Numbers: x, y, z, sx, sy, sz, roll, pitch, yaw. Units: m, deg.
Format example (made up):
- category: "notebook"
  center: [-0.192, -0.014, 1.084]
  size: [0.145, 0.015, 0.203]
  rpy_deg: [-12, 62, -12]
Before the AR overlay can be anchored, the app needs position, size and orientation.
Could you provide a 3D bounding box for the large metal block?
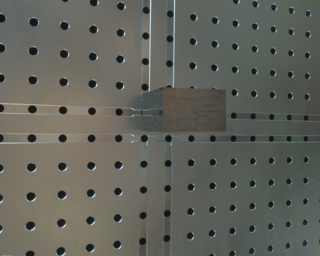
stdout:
- category: "large metal block"
  center: [0.027, -0.021, 0.393]
  size: [0.081, 0.080, 0.050]
  rpy_deg: [-1, 90, -20]
